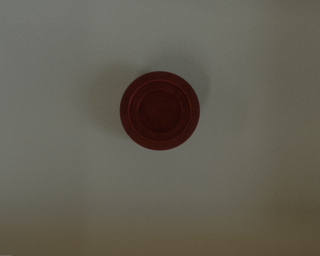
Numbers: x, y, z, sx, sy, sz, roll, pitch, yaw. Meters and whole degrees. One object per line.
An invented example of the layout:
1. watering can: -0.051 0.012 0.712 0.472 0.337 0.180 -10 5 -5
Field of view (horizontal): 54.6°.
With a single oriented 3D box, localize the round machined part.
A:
1. round machined part: 0.000 -0.021 0.400 0.099 0.042 0.097 0 90 0
